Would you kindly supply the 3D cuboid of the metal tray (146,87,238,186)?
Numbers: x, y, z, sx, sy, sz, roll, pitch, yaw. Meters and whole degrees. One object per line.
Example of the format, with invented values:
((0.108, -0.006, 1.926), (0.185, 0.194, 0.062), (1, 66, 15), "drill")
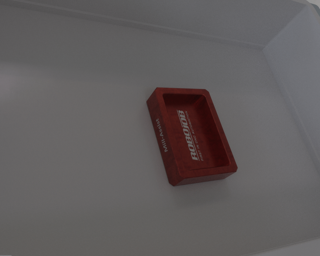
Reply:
((0.042, 0.008, 0.419), (0.091, 0.030, 0.130), (-2, 63, -29), "metal tray")
